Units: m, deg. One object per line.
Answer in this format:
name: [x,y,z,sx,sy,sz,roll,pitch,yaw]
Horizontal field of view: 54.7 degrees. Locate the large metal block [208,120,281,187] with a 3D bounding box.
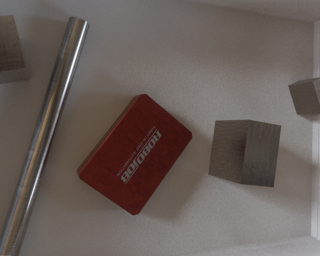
large metal block: [0.113,0.032,0.425,0.050,0.080,0.080,9,87,-20]

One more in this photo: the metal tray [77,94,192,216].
metal tray: [-0.030,0.033,0.398,0.090,0.030,0.130,40,77,-16]

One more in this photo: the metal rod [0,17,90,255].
metal rod: [-0.137,0.015,0.360,0.025,0.025,0.299,17,84,-20]

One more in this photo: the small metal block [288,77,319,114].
small metal block: [0.236,-0.050,0.487,0.025,0.050,0.050,-23,98,-19]

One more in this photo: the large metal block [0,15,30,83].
large metal block: [-0.182,-0.073,0.314,0.081,0.080,0.050,-13,95,-20]
